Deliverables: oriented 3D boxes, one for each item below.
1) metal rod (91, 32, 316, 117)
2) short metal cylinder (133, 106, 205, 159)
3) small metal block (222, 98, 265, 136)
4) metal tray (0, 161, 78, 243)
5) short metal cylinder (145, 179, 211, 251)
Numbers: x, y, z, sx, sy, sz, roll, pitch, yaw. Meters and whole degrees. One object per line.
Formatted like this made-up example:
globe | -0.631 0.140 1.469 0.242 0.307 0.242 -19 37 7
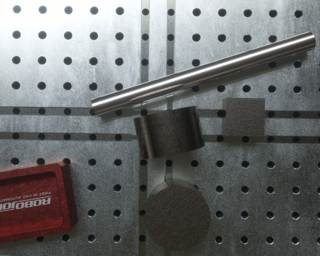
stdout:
metal rod | 0.057 -0.072 0.413 0.302 0.025 0.025 -17 90 0
short metal cylinder | 0.011 0.005 0.386 0.080 0.080 0.050 -12 90 0
small metal block | 0.111 -0.014 0.414 0.050 0.025 0.050 1 90 0
metal tray | -0.183 0.098 0.409 0.131 0.030 0.089 -9 90 0
short metal cylinder | 0.022 0.110 0.401 0.081 0.050 0.079 0 90 0
